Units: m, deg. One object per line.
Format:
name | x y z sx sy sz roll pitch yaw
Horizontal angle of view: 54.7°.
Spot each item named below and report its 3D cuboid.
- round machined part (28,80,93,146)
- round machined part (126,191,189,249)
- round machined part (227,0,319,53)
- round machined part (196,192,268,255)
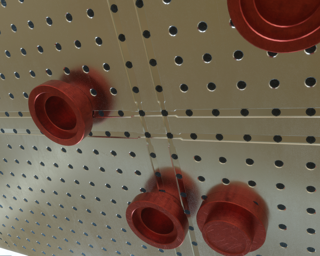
round machined part | -0.140 -0.026 0.456 0.098 0.042 0.097 13 124 20
round machined part | -0.001 0.139 0.485 0.098 0.042 0.097 13 124 20
round machined part | 0.112 -0.119 0.268 0.098 0.042 0.097 13 124 20
round machined part | 0.098 0.141 0.436 0.098 0.042 0.097 13 124 20
